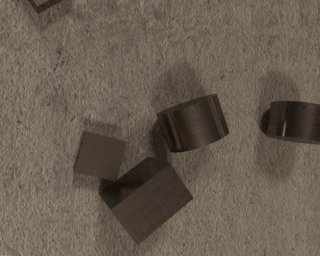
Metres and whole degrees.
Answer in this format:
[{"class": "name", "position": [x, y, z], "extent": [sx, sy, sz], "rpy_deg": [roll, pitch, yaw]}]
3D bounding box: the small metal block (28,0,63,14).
[{"class": "small metal block", "position": [-0.136, -0.170, 0.359], "extent": [0.050, 0.025, 0.050], "rpy_deg": [-38, 103, -16]}]

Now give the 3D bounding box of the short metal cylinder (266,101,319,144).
[{"class": "short metal cylinder", "position": [0.202, -0.007, 0.456], "extent": [0.081, 0.080, 0.050], "rpy_deg": [11, 87, -20]}]

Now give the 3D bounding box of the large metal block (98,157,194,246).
[{"class": "large metal block", "position": [-0.020, 0.082, 0.373], "extent": [0.080, 0.080, 0.050], "rpy_deg": [-36, 102, -17]}]

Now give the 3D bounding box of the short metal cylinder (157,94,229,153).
[{"class": "short metal cylinder", "position": [0.042, -0.007, 0.396], "extent": [0.081, 0.080, 0.050], "rpy_deg": [-22, 98, -19]}]

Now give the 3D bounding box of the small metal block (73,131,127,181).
[{"class": "small metal block", "position": [-0.075, 0.034, 0.382], "extent": [0.050, 0.025, 0.050], "rpy_deg": [16, 85, -20]}]
